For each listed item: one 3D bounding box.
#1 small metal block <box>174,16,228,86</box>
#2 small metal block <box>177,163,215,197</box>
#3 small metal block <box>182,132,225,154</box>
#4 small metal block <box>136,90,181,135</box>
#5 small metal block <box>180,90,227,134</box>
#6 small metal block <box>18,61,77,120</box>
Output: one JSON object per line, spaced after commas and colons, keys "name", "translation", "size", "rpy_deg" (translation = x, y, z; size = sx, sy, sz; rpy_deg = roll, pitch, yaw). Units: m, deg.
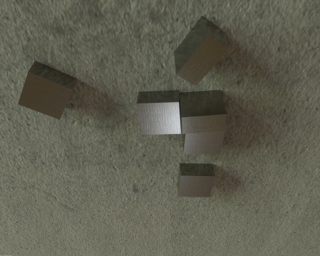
{"name": "small metal block", "translation": [0.041, -0.081, 0.323], "size": [0.025, 0.050, 0.050], "rpy_deg": [27, 125, -21]}
{"name": "small metal block", "translation": [0.054, 0.081, 0.477], "size": [0.050, 0.025, 0.050], "rpy_deg": [1, 130, -2]}
{"name": "small metal block", "translation": [0.058, 0.009, 0.416], "size": [0.050, 0.025, 0.050], "rpy_deg": [1, 130, -2]}
{"name": "small metal block", "translation": [0.000, -0.019, 0.389], "size": [0.050, 0.025, 0.050], "rpy_deg": [-2, 131, 6]}
{"name": "small metal block", "translation": [0.050, -0.020, 0.374], "size": [0.050, 0.050, 0.025], "rpy_deg": [-4, 130, 2]}
{"name": "small metal block", "translation": [-0.133, -0.044, 0.368], "size": [0.050, 0.025, 0.050], "rpy_deg": [22, 127, -19]}
